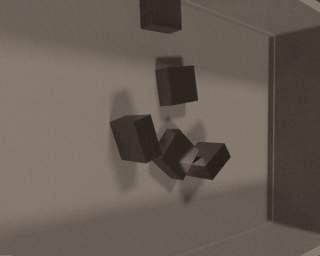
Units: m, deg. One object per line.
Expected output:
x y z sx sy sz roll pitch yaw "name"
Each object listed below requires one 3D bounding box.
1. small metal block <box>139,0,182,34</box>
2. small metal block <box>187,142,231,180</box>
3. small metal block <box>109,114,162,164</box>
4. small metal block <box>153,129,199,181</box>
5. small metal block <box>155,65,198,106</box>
0.001 -0.155 0.409 0.050 0.025 0.050 -5 93 -40 "small metal block"
0.065 0.046 0.447 0.050 0.050 0.025 -43 117 -32 "small metal block"
-0.029 0.012 0.368 0.025 0.050 0.050 -26 107 -37 "small metal block"
0.020 0.036 0.426 0.050 0.025 0.050 47 62 -30 "small metal block"
0.024 -0.059 0.429 0.050 0.025 0.050 -14 99 -39 "small metal block"
